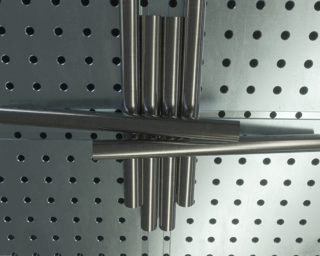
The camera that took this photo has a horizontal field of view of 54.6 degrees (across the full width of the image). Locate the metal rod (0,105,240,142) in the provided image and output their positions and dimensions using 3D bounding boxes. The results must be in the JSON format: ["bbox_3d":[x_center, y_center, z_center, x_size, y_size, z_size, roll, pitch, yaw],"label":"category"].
[{"bbox_3d":[-0.056,-0.007,0.386,0.301,0.025,0.025,4,110,8],"label":"metal rod"}]

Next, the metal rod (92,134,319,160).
[{"bbox_3d":[0.068,0.024,0.400,0.302,0.025,0.025,-1,110,-9],"label":"metal rod"}]

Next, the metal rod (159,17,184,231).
[{"bbox_3d":[0.013,0.008,0.417,0.025,0.025,0.298,1,110,0],"label":"metal rod"}]

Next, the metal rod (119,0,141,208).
[{"bbox_3d":[-0.037,-0.030,0.401,0.025,0.025,0.298,1,110,0],"label":"metal rod"}]

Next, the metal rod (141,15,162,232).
[{"bbox_3d":[-0.013,0.008,0.415,0.025,0.025,0.298,1,110,-1],"label":"metal rod"}]

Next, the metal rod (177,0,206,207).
[{"bbox_3d":[0.039,-0.031,0.401,0.025,0.025,0.298,1,110,0],"label":"metal rod"}]
